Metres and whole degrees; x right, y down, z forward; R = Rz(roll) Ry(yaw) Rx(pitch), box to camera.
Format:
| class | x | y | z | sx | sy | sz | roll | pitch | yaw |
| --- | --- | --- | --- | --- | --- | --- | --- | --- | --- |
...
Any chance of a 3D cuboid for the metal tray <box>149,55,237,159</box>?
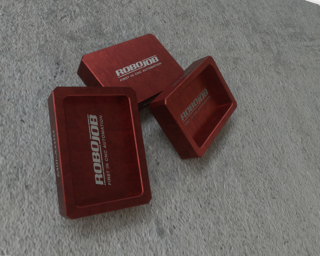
| class | x | y | z | sx | sy | sz | roll | pitch | yaw |
| --- | --- | --- | --- | --- | --- | --- | --- | --- | --- |
| metal tray | 0.051 | -0.031 | 0.424 | 0.131 | 0.030 | 0.090 | -48 | 113 | -39 |

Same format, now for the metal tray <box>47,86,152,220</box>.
| class | x | y | z | sx | sy | sz | roll | pitch | yaw |
| --- | --- | --- | --- | --- | --- | --- | --- | --- | --- |
| metal tray | -0.064 | 0.022 | 0.329 | 0.091 | 0.030 | 0.129 | -4 | 80 | -30 |

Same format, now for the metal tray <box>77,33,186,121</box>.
| class | x | y | z | sx | sy | sz | roll | pitch | yaw |
| --- | --- | --- | --- | --- | --- | --- | --- | --- | --- |
| metal tray | -0.034 | -0.074 | 0.427 | 0.131 | 0.030 | 0.090 | -32 | 80 | -38 |
